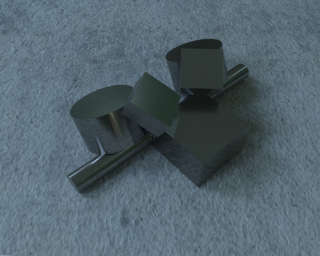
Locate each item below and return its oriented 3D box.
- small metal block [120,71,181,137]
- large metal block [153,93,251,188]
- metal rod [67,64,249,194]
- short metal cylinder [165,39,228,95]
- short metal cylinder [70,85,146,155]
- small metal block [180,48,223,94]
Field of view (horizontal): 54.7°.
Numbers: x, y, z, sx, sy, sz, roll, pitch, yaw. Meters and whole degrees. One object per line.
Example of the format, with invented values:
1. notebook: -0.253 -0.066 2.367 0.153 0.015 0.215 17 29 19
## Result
1. small metal block: -0.009 -0.027 0.346 0.050 0.025 0.050 33 50 -15
2. large metal block: 0.048 0.010 0.378 0.080 0.050 0.080 -34 58 -26
3. metal rod: 0.015 -0.012 0.415 0.302 0.025 0.025 -34 58 -26
4. short metal cylinder: 0.053 -0.089 0.445 0.080 0.050 0.080 -13 31 8
5. short metal cylinder: -0.061 -0.012 0.380 0.080 0.050 0.080 -13 31 8
6. small metal block: 0.050 -0.069 0.382 0.050 0.025 0.050 2 81 1
